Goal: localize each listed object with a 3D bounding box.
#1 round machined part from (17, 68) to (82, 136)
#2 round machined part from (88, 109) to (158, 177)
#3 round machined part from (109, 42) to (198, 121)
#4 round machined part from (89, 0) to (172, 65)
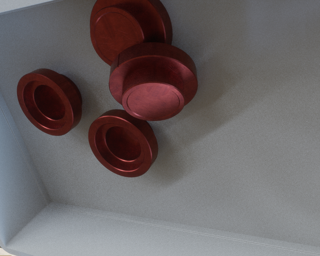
[{"bbox_3d":[-0.154,-0.041,0.452,0.098,0.042,0.097,13,124,20],"label":"round machined part"},{"bbox_3d":[-0.047,0.017,0.431,0.098,0.042,0.097,13,124,20],"label":"round machined part"},{"bbox_3d":[-0.007,-0.043,0.343,0.099,0.042,0.098,0,146,0],"label":"round machined part"},{"bbox_3d":[-0.039,-0.106,0.351,0.098,0.042,0.097,13,124,20],"label":"round machined part"}]
